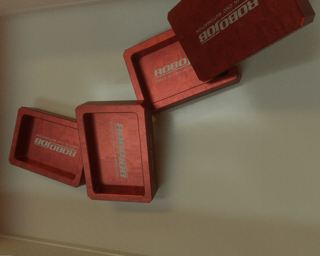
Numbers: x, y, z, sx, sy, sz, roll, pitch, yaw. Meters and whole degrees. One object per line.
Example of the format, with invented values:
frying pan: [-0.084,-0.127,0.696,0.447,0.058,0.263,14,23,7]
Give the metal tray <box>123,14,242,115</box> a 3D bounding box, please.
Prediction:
metal tray: [0.026,-0.080,0.397,0.130,0.030,0.090,-20,84,18]

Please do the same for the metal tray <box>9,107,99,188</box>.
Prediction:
metal tray: [-0.157,0.026,0.461,0.130,0.030,0.089,15,95,19]

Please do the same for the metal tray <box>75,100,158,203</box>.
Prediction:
metal tray: [-0.054,0.031,0.403,0.090,0.030,0.129,0,106,14]

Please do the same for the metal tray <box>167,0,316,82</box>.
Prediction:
metal tray: [0.075,-0.115,0.320,0.130,0.030,0.090,-26,92,48]
